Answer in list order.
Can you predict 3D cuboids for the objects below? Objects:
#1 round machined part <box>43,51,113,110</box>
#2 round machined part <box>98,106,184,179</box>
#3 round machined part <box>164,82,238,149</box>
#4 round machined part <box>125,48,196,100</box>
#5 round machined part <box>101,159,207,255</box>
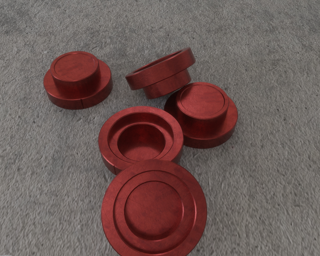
[{"bbox_3d":[-0.121,-0.076,0.455,0.099,0.042,0.098,0,50,0],"label":"round machined part"},{"bbox_3d":[-0.022,0.023,0.373,0.099,0.042,0.098,0,50,0],"label":"round machined part"},{"bbox_3d":[0.055,-0.024,0.412,0.099,0.042,0.098,0,50,0],"label":"round machined part"},{"bbox_3d":[0.005,-0.073,0.432,0.098,0.042,0.098,-23,15,7],"label":"round machined part"},{"bbox_3d":[-0.007,0.081,0.306,0.099,0.042,0.098,1,81,-6],"label":"round machined part"}]
